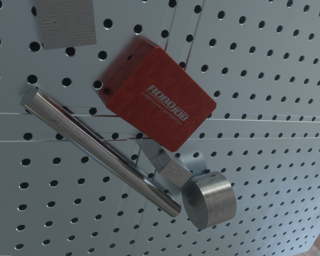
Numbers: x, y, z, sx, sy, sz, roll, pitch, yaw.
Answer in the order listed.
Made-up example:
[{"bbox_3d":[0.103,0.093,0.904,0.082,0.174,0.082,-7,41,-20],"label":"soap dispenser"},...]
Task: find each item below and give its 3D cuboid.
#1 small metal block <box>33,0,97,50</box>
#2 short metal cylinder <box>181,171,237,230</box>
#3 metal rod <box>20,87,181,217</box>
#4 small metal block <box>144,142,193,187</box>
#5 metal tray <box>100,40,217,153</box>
[{"bbox_3d":[-0.091,-0.106,0.297,0.050,0.025,0.050,-13,124,-22],"label":"small metal block"},{"bbox_3d":[0.075,0.113,0.489,0.050,0.080,0.079,-11,124,-23],"label":"short metal cylinder"},{"bbox_3d":[-0.055,0.051,0.413,0.025,0.025,0.300,-43,130,1],"label":"metal rod"},{"bbox_3d":[0.012,0.050,0.434,0.025,0.050,0.050,-48,129,5],"label":"small metal block"},{"bbox_3d":[0.002,-0.034,0.390,0.090,0.030,0.130,-49,129,6],"label":"metal tray"}]
